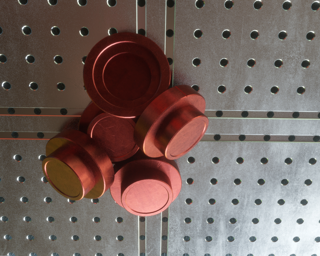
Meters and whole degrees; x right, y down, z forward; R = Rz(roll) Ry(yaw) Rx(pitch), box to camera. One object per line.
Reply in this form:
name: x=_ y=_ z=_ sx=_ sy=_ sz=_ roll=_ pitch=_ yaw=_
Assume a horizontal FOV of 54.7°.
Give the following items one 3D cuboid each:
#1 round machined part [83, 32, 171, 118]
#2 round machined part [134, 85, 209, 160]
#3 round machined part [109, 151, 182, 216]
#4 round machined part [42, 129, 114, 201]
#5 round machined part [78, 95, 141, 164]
round machined part: x=-0.039 y=-0.060 z=0.370 sx=0.099 sy=0.042 sz=0.097 roll=0 pitch=89 yaw=-6
round machined part: x=0.020 y=0.000 z=0.373 sx=0.042 sy=0.099 sz=0.098 roll=45 pitch=109 yaw=28
round machined part: x=-0.019 y=0.081 z=0.421 sx=0.099 sy=0.042 sz=0.097 roll=-3 pitch=122 yaw=-5
round machined part: x=-0.111 y=0.054 z=0.397 sx=0.098 sy=0.042 sz=0.097 roll=17 pitch=128 yaw=24
round machined part: x=-0.057 y=0.004 z=0.404 sx=0.099 sy=0.042 sz=0.097 roll=0 pitch=110 yaw=-1
